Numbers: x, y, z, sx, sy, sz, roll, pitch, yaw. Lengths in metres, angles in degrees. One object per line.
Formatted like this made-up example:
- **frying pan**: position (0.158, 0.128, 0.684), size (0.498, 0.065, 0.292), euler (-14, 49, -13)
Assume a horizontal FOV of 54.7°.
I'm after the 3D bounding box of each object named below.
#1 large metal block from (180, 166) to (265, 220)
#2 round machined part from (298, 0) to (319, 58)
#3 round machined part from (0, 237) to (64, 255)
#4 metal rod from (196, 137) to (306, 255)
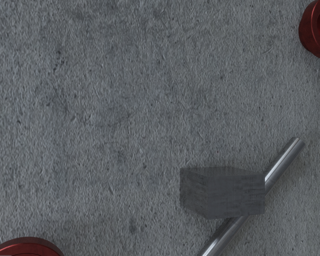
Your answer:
- **large metal block**: position (0.080, 0.082, 0.411), size (0.081, 0.080, 0.050), euler (1, 90, -20)
- **round machined part**: position (0.266, -0.159, 0.500), size (0.099, 0.042, 0.097), euler (0, 90, -21)
- **round machined part**: position (-0.153, 0.170, 0.344), size (0.099, 0.042, 0.097), euler (0, 90, -21)
- **metal rod**: position (0.119, 0.128, 0.454), size (0.301, 0.025, 0.025), euler (-46, 105, -15)
